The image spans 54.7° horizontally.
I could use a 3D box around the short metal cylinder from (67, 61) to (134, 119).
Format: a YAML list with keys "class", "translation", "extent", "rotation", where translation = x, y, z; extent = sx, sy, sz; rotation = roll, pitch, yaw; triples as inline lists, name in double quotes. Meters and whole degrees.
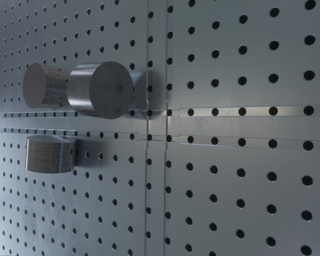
- class: "short metal cylinder"
  translation: [-0.084, -0.054, 0.443]
  extent: [0.050, 0.081, 0.079]
  rotation: [7, 95, 40]

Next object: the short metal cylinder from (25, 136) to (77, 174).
- class: "short metal cylinder"
  translation: [-0.185, 0.043, 0.526]
  extent: [0.080, 0.081, 0.050]
  rotation: [10, 97, 39]

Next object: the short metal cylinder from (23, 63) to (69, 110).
- class: "short metal cylinder"
  translation: [-0.206, -0.074, 0.563]
  extent: [0.080, 0.050, 0.079]
  rotation: [0, 90, 40]
